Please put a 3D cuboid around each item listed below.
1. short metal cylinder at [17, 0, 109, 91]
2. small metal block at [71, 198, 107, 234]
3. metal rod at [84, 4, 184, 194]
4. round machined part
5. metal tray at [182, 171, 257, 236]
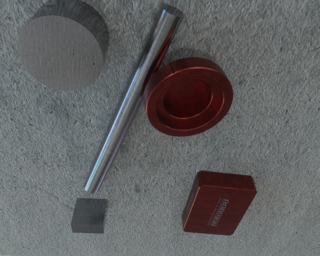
[{"bbox_3d":[-0.096,-0.085,0.317,0.081,0.050,0.079,0,130,0],"label":"short metal cylinder"},{"bbox_3d":[-0.116,0.145,0.513,0.050,0.050,0.025,3,130,-3],"label":"small metal block"},{"bbox_3d":[-0.047,-0.012,0.396,0.025,0.025,0.298,18,128,-15],"label":"metal rod"},{"bbox_3d":[0.030,-0.039,0.356,0.099,0.042,0.097,-7,134,-7],"label":"round machined part"},{"bbox_3d":[0.094,0.128,0.514,0.091,0.030,0.129,7,130,-6],"label":"metal tray"}]
